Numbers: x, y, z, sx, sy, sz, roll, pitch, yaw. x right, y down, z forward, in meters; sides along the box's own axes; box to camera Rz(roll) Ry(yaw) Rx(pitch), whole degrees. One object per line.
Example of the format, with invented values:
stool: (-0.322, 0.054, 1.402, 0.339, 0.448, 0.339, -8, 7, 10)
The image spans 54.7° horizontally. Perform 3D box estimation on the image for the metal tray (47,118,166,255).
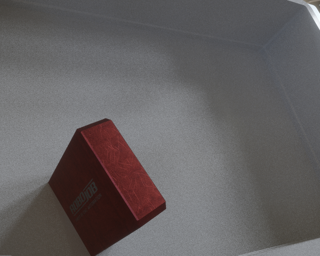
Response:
metal tray: (-0.058, 0.062, 0.287, 0.030, 0.129, 0.090, -25, 75, -41)
